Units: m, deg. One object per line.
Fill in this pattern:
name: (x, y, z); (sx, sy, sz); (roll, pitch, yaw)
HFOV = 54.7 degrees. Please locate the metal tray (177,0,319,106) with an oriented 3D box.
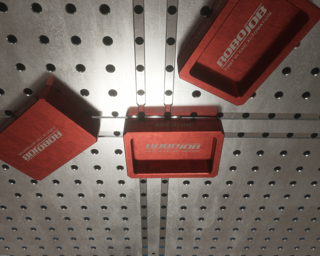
metal tray: (0.089, -0.093, 0.330); (0.091, 0.030, 0.129); (23, 126, -19)

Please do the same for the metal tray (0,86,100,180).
metal tray: (-0.157, 0.012, 0.417); (0.130, 0.030, 0.090); (-33, 123, 24)

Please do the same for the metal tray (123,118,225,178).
metal tray: (0.018, 0.030, 0.434); (0.131, 0.030, 0.089); (-1, 130, 0)
